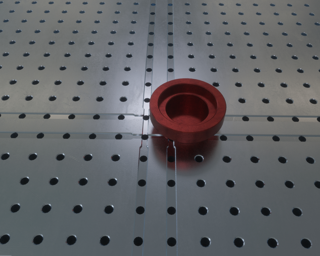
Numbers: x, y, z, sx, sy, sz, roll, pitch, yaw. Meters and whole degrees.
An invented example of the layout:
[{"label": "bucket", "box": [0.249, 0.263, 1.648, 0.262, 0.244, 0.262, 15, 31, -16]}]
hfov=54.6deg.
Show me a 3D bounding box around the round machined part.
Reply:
[{"label": "round machined part", "box": [0.036, -0.018, 0.412, 0.099, 0.042, 0.098, 0, 50, 0]}]
